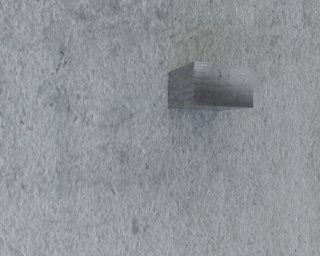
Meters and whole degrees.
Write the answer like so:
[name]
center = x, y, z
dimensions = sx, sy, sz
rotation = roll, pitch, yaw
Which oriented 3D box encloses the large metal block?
[large metal block]
center = 0.063, -0.051, 0.402
dimensions = 0.081, 0.080, 0.050
rotation = 1, 90, -20
